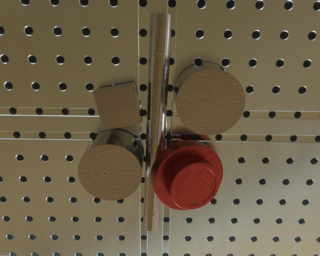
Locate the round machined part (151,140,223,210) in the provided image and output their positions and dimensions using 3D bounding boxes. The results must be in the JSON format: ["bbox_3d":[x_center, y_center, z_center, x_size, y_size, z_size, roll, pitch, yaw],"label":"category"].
[{"bbox_3d":[0.040,0.069,0.413,0.099,0.042,0.097,-6,110,-15],"label":"round machined part"}]

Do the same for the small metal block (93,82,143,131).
[{"bbox_3d":[-0.053,-0.028,0.398,0.050,0.025,0.050,-11,110,3],"label":"small metal block"}]

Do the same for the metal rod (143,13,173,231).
[{"bbox_3d":[-0.005,0.007,0.411,0.025,0.025,0.298,3,110,-1],"label":"metal rod"}]

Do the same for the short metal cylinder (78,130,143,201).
[{"bbox_3d":[-0.063,0.049,0.413,0.081,0.050,0.079,0,110,0],"label":"short metal cylinder"}]

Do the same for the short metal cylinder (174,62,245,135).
[{"bbox_3d":[0.059,-0.037,0.382,0.081,0.050,0.079,0,110,0],"label":"short metal cylinder"}]
